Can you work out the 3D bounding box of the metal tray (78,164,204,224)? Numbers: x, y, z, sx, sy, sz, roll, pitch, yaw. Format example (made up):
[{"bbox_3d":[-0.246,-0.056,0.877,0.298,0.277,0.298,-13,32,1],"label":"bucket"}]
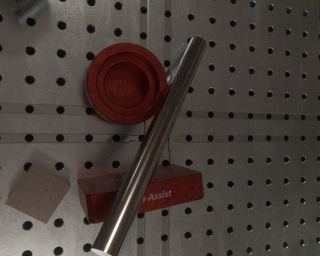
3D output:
[{"bbox_3d":[-0.026,0.073,0.369,0.131,0.090,0.030,-8,93,-20],"label":"metal tray"}]

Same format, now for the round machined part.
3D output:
[{"bbox_3d":[-0.044,-0.053,0.388,0.099,0.042,0.097,0,90,-20],"label":"round machined part"}]

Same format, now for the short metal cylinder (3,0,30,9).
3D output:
[{"bbox_3d":[-0.160,-0.174,0.324,0.080,0.080,0.050,47,76,-15],"label":"short metal cylinder"}]

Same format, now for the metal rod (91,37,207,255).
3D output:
[{"bbox_3d":[0.003,-0.004,0.352,0.025,0.025,0.300,36,54,-17],"label":"metal rod"}]

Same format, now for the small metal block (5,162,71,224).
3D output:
[{"bbox_3d":[-0.141,0.075,0.361,0.050,0.025,0.050,35,79,-17],"label":"small metal block"}]
